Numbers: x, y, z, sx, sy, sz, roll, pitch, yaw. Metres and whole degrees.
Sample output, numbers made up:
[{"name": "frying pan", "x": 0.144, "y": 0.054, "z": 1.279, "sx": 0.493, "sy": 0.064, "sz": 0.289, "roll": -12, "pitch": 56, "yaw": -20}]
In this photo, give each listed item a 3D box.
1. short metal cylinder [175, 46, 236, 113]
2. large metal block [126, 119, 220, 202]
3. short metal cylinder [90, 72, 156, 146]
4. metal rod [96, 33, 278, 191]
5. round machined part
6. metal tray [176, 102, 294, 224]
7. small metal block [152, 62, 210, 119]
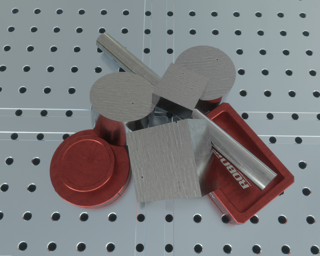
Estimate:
[{"name": "short metal cylinder", "x": 0.057, "y": -0.063, "z": 0.418, "sx": 0.081, "sy": 0.050, "sz": 0.080, "roll": 0, "pitch": 70, "yaw": 0}, {"name": "large metal block", "x": 0.014, "y": 0.037, "z": 0.353, "sx": 0.080, "sy": 0.050, "sz": 0.080, "roll": -13, "pitch": 84, "yaw": 30}, {"name": "short metal cylinder", "x": -0.047, "y": -0.025, "z": 0.391, "sx": 0.081, "sy": 0.050, "sz": 0.080, "roll": 5, "pitch": 53, "yaw": -6}, {"name": "metal rod", "x": 0.018, "y": -0.034, "z": 0.394, "sx": 0.025, "sy": 0.025, "sz": 0.300, "roll": -41, "pitch": 66, "yaw": -14}, {"name": "round machined part", "x": -0.086, "y": 0.047, "z": 0.380, "sx": 0.099, "sy": 0.042, "sz": 0.098, "roll": 0, "pitch": 70, "yaw": 0}, {"name": "metal tray", "x": 0.088, "y": 0.042, "z": 0.390, "sx": 0.090, "sy": 0.030, "sz": 0.130, "roll": -35, "pitch": 74, "yaw": -12}, {"name": "small metal block", "x": 0.024, "y": -0.043, "z": 0.368, "sx": 0.050, "sy": 0.025, "sz": 0.050, "roll": 25, "pitch": 64, "yaw": 9}]
